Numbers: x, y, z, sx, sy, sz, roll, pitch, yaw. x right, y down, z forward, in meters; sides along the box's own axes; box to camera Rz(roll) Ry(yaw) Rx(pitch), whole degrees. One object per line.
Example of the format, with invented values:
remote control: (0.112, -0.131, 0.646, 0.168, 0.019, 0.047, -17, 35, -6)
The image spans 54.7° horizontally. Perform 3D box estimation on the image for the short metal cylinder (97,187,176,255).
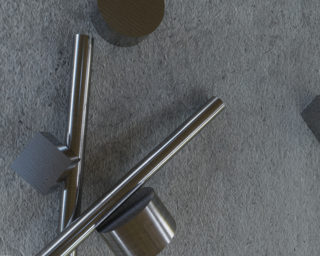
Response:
short metal cylinder: (-0.028, 0.115, 0.370, 0.080, 0.080, 0.050, -35, 102, -17)

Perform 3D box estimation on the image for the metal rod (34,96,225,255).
metal rod: (-0.024, 0.057, 0.384, 0.301, 0.025, 0.025, -41, 103, -22)

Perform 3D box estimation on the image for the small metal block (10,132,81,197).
small metal block: (-0.127, 0.039, 0.347, 0.050, 0.025, 0.050, 40, 92, 5)

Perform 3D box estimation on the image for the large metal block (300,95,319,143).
large metal block: (0.286, -0.009, 0.486, 0.050, 0.080, 0.080, -43, 104, -15)

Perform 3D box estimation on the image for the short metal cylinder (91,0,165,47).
short metal cylinder: (-0.041, -0.145, 0.381, 0.081, 0.050, 0.080, 0, 90, -20)

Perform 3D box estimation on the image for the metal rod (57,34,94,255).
metal rod: (-0.103, 0.039, 0.371, 0.025, 0.025, 0.298, 5, 88, -20)
